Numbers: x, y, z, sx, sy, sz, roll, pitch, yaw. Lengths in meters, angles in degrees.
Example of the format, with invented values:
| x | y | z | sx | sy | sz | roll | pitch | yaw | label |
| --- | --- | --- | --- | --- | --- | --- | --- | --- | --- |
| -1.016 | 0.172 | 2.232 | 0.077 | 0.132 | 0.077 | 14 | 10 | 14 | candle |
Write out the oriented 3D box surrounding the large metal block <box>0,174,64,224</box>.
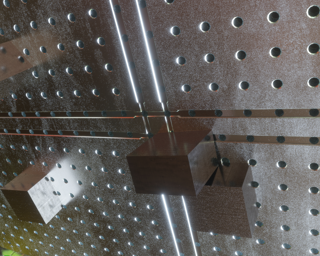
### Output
| x | y | z | sx | sy | sz | roll | pitch | yaw | label |
| --- | --- | --- | --- | --- | --- | --- | --- | --- | --- |
| -0.253 | 0.139 | 0.616 | 0.080 | 0.050 | 0.080 | -4 | 117 | 30 | large metal block |

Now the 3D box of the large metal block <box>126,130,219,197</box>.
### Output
| x | y | z | sx | sy | sz | roll | pitch | yaw | label |
| --- | --- | --- | --- | --- | --- | --- | --- | --- | --- |
| 0.018 | 0.041 | 0.388 | 0.080 | 0.080 | 0.050 | -4 | 107 | 30 | large metal block |

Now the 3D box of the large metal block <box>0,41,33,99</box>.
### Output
| x | y | z | sx | sy | sz | roll | pitch | yaw | label |
| --- | --- | --- | --- | --- | --- | --- | --- | --- | --- |
| -0.252 | -0.076 | 0.463 | 0.080 | 0.080 | 0.050 | -33 | 100 | 38 | large metal block |

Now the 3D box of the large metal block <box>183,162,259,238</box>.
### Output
| x | y | z | sx | sy | sz | roll | pitch | yaw | label |
| --- | --- | --- | --- | --- | --- | --- | --- | --- | --- |
| 0.080 | 0.093 | 0.410 | 0.080 | 0.050 | 0.080 | -3 | 117 | 29 | large metal block |
